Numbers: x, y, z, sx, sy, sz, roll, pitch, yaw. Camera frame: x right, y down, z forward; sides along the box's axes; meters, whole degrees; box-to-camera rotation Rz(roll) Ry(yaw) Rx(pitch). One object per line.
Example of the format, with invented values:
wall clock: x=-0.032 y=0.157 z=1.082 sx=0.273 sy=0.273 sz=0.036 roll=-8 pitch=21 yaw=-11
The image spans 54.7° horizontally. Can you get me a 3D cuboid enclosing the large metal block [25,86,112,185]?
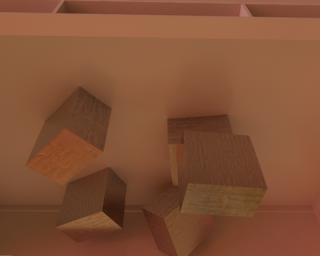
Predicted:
large metal block: x=-0.109 y=0.009 z=0.379 sx=0.050 sy=0.080 sz=0.080 roll=37 pitch=121 yaw=-27

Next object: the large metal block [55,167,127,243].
large metal block: x=-0.101 y=0.117 z=0.471 sx=0.080 sy=0.080 sz=0.050 roll=-23 pitch=127 yaw=18

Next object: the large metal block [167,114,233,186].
large metal block: x=0.054 y=0.031 z=0.420 sx=0.080 sy=0.050 sz=0.080 roll=-4 pitch=130 yaw=3

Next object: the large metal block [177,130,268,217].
large metal block: x=0.064 y=0.050 z=0.351 sx=0.081 sy=0.080 sz=0.050 roll=5 pitch=130 yaw=-5

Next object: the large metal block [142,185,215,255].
large metal block: x=0.030 y=0.137 z=0.468 sx=0.050 sy=0.081 sz=0.080 roll=7 pitch=122 yaw=50
